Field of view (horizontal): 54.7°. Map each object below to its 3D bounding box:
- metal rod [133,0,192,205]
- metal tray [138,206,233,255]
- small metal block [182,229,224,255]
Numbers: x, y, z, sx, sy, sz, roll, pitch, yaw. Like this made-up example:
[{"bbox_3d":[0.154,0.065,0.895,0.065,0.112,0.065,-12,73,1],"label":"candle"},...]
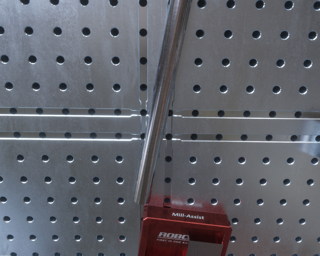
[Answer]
[{"bbox_3d":[0.001,-0.033,0.401,0.025,0.025,0.298,10,110,-4],"label":"metal rod"},{"bbox_3d":[0.035,0.172,0.474,0.131,0.030,0.089,8,110,-3],"label":"metal tray"},{"bbox_3d":[0.064,0.184,0.468,0.050,0.025,0.050,8,110,-3],"label":"small metal block"}]
